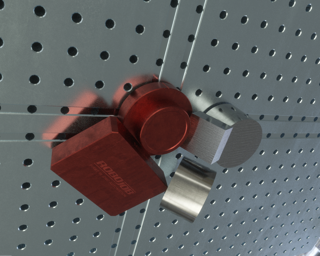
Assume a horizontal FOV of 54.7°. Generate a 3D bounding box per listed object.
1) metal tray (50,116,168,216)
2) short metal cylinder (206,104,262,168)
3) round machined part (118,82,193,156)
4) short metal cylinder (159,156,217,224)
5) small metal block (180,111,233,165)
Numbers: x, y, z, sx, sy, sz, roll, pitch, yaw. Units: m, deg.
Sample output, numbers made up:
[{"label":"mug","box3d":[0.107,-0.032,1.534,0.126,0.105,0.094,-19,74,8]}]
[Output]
[{"label":"metal tray","box3d":[-0.059,0.054,0.389,0.090,0.030,0.130,-29,130,9]},{"label":"short metal cylinder","box3d":[0.100,0.011,0.452,0.081,0.050,0.079,-14,124,-21]},{"label":"round machined part","box3d":[-0.001,-0.005,0.391,0.099,0.042,0.097,-14,124,-21]},{"label":"short metal cylinder","box3d":[0.040,0.086,0.438,0.050,0.080,0.079,26,110,8]},{"label":"small metal block","box3d":[0.060,0.012,0.407,0.025,0.050,0.050,-15,129,-55]}]
